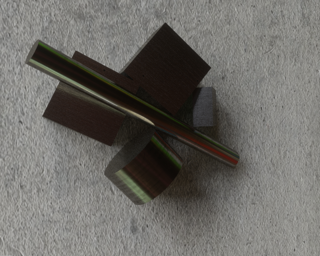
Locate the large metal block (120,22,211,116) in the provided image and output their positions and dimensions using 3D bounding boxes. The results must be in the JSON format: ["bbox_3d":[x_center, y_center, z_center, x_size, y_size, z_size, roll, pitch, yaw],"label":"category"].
[{"bbox_3d":[0.003,-0.071,0.396,0.080,0.050,0.080,41,77,-16],"label":"large metal block"}]

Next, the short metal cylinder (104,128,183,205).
[{"bbox_3d":[-0.020,0.045,0.373,0.080,0.080,0.050,-46,105,-14],"label":"short metal cylinder"}]

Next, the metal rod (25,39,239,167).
[{"bbox_3d":[-0.005,-0.012,0.365,0.301,0.025,0.025,27,81,-35],"label":"metal rod"}]

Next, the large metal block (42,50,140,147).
[{"bbox_3d":[-0.082,-0.032,0.367,0.080,0.050,0.080,26,81,-18],"label":"large metal block"}]

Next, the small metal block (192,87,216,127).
[{"bbox_3d":[0.061,-0.028,0.417,0.025,0.050,0.050,-1,91,16],"label":"small metal block"}]
